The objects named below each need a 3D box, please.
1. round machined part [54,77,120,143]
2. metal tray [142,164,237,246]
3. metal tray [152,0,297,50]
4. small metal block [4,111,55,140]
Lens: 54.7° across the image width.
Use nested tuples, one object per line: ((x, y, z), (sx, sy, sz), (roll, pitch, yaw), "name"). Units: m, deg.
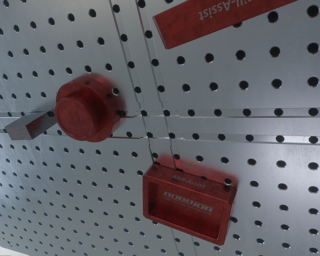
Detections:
((-0.111, -0.020, 0.446), (0.098, 0.042, 0.097), (13, 124, 21), "round machined part")
((0.039, 0.112, 0.456), (0.130, 0.030, 0.089), (15, 125, 20), "metal tray")
((0.069, -0.112, 0.263), (0.130, 0.090, 0.030), (-12, 112, 33), "metal tray")
((-0.212, -0.004, 0.505), (0.050, 0.050, 0.025), (-2, 117, 29), "small metal block")
